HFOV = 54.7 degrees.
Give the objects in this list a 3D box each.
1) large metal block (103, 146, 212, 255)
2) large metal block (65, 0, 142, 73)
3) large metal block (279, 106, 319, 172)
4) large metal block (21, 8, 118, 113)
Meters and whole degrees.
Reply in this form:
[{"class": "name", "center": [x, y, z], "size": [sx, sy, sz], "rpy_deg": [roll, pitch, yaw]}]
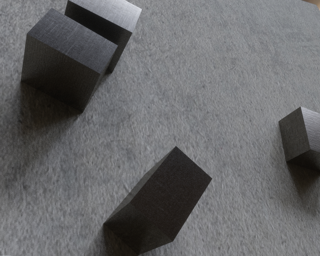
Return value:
[{"class": "large metal block", "center": [-0.003, 0.076, 0.322], "size": [0.050, 0.080, 0.080], "rpy_deg": [43, 51, 0]}, {"class": "large metal block", "center": [-0.081, -0.131, 0.406], "size": [0.080, 0.080, 0.050], "rpy_deg": [24, 53, -14]}, {"class": "large metal block", "center": [0.252, 0.021, 0.514], "size": [0.081, 0.050, 0.080], "rpy_deg": [17, 55, -19]}, {"class": "large metal block", "center": [-0.106, -0.074, 0.358], "size": [0.080, 0.080, 0.050], "rpy_deg": [28, 52, -11]}]
